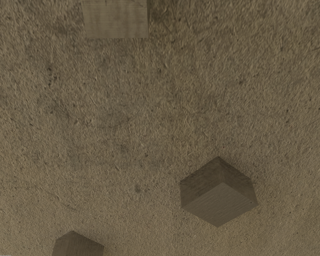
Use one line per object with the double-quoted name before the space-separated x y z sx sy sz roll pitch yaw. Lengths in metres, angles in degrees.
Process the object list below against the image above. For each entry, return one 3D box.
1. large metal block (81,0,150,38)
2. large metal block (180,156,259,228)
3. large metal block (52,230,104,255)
"large metal block" -0.035 -0.130 0.260 0.050 0.080 0.079 -1 130 0
"large metal block" 0.089 0.100 0.477 0.080 0.050 0.080 34 122 -26
"large metal block" -0.159 0.255 0.586 0.050 0.080 0.080 -36 122 26
